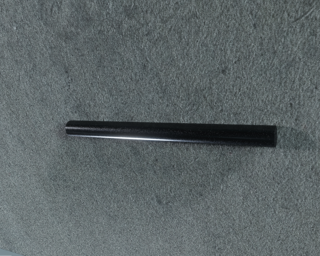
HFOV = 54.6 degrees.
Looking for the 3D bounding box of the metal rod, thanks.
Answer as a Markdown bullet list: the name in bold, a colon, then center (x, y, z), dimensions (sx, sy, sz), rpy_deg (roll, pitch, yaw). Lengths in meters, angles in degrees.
- **metal rod**: center (-0.004, 0.005, 0.414), dimensions (0.300, 0.025, 0.025), rpy_deg (2, 119, 27)
